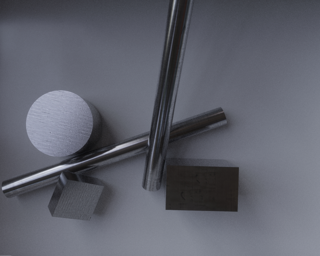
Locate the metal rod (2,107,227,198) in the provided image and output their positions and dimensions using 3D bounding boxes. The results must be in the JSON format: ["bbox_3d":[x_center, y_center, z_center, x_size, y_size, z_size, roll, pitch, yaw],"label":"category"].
[{"bbox_3d":[-0.059,0.032,0.410,0.302,0.025,0.025,-19,90,-1],"label":"metal rod"}]

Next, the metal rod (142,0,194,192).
[{"bbox_3d":[0.010,-0.057,0.349,0.025,0.025,0.298,9,114,-1],"label":"metal rod"}]

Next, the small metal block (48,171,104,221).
[{"bbox_3d":[-0.107,0.088,0.396,0.050,0.025,0.050,20,95,-35],"label":"small metal block"}]

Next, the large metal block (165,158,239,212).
[{"bbox_3d":[0.047,0.067,0.385,0.081,0.080,0.050,2,90,-1],"label":"large metal block"}]

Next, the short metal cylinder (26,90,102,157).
[{"bbox_3d":[-0.119,-0.004,0.394,0.081,0.050,0.080,0,86,1],"label":"short metal cylinder"}]
